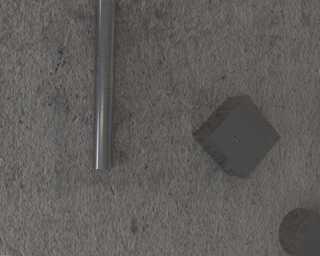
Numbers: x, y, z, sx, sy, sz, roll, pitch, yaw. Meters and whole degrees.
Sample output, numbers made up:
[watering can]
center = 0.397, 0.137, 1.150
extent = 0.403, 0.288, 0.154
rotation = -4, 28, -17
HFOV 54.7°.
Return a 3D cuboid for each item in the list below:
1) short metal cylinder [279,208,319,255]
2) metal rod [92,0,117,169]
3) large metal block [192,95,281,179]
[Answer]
[short metal cylinder]
center = 0.236, 0.171, 0.484
extent = 0.081, 0.050, 0.080
rotation = 0, 90, -20
[metal rod]
center = -0.068, -0.100, 0.383
extent = 0.025, 0.025, 0.298
rotation = 1, 90, -20
[large metal block]
center = 0.107, 0.012, 0.436
extent = 0.080, 0.050, 0.080
rotation = -46, 105, -14
